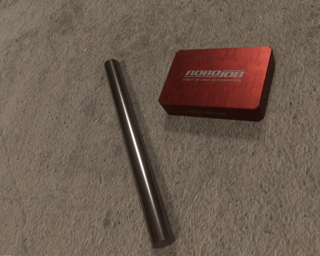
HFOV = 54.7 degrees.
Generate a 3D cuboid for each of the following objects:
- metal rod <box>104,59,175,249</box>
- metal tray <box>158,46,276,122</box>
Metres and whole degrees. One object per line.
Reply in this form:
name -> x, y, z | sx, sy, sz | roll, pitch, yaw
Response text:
metal rod -> -0.037, 0.009, 0.416 | 0.025, 0.025, 0.299 | -28, 52, 10
metal tray -> 0.072, -0.058, 0.398 | 0.130, 0.030, 0.090 | 6, 64, 30
